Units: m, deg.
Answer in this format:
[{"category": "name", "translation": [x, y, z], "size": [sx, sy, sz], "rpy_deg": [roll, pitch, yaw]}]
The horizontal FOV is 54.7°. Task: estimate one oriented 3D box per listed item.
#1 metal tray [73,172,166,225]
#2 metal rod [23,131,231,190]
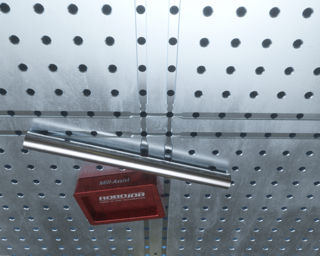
[{"category": "metal tray", "translation": [-0.062, 0.116, 0.506], "size": [0.131, 0.030, 0.090], "rpy_deg": [-8, 130, 6]}, {"category": "metal rod", "translation": [-0.039, 0.050, 0.453], "size": [0.302, 0.025, 0.025], "rpy_deg": [13, 129, -11]}]
